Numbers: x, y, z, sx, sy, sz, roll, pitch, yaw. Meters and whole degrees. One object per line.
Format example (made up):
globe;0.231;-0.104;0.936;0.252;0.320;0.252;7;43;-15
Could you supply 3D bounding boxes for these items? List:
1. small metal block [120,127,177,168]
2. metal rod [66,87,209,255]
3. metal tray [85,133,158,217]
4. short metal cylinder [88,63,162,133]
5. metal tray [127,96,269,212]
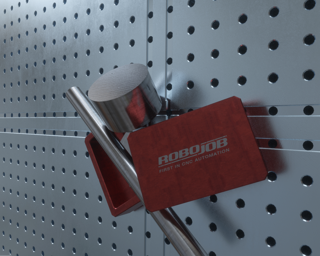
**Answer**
small metal block;-0.014;0.024;0.399;0.050;0.050;0.025;48;119;29
metal rod;-0.045;0.045;0.402;0.300;0.025;0.025;49;119;28
metal tray;-0.054;0.049;0.445;0.090;0.030;0.130;-39;67;33
short metal cylinder;-0.044;-0.039;0.397;0.080;0.080;0.050;11;139;39
metal tray;0.038;0.030;0.336;0.130;0.030;0.090;-19;77;13
